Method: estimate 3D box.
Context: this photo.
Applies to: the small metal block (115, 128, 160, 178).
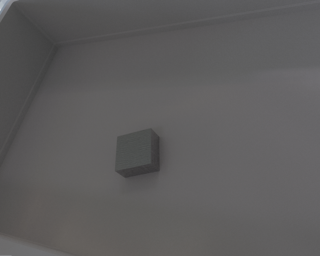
[{"bbox_3d":[-0.029,0.033,0.402,0.050,0.025,0.050,-14,56,20],"label":"small metal block"}]
